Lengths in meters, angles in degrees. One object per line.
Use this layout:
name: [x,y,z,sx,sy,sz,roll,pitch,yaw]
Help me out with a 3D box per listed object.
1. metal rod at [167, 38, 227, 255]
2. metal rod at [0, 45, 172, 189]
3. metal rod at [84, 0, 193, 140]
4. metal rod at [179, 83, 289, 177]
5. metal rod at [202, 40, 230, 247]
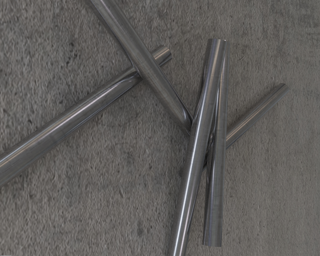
metal rod: [0.047,0.035,0.409,0.025,0.025,0.298,6,97,-40]
metal rod: [-0.089,-0.012,0.329,0.302,0.025,0.025,-42,116,-32]
metal rod: [-0.012,-0.067,0.359,0.300,0.025,0.025,51,60,-40]
metal rod: [0.138,-0.004,0.520,0.302,0.025,0.025,-35,112,-34]
metal rod: [0.083,0.011,0.446,0.025,0.025,0.299,19,70,-39]
